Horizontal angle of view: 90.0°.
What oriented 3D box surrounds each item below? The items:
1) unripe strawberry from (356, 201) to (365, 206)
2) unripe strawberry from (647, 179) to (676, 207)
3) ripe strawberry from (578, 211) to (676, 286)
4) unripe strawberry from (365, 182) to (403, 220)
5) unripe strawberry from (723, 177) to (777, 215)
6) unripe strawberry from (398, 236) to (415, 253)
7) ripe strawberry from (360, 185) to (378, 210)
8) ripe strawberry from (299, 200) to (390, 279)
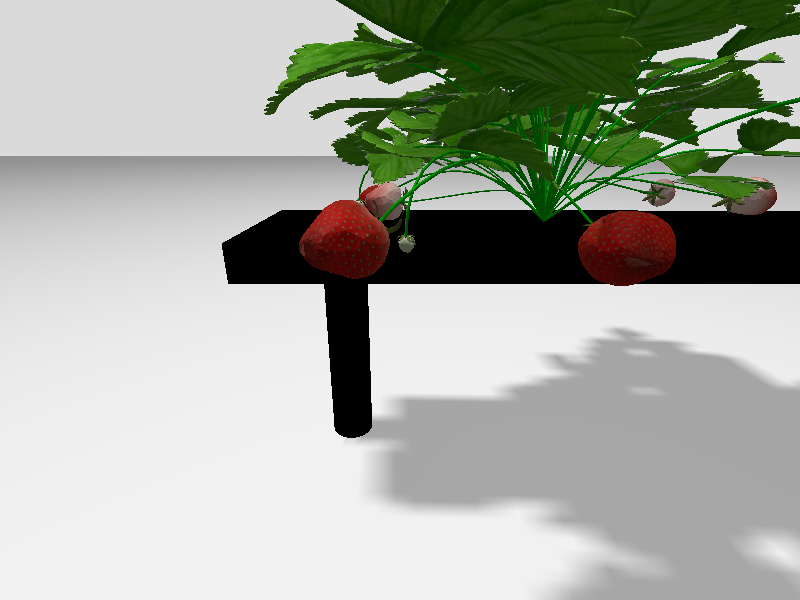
[{"bbox_3d":[-0.037,-0.084,0.363,0.010,0.011,0.011,2,21,6],"label":"unripe strawberry"},{"bbox_3d":[0.279,-0.114,0.425,0.027,0.029,0.025,-11,24,-28],"label":"unripe strawberry"},{"bbox_3d":[0.101,-0.022,0.178,0.039,0.035,0.035,3,22,7],"label":"ripe strawberry"},{"bbox_3d":[-0.014,-0.087,0.356,0.034,0.033,0.031,2,21,6],"label":"unripe strawberry"},{"bbox_3d":[0.323,-0.095,0.367,0.040,0.034,0.039,-2,21,-7],"label":"unripe strawberry"},{"bbox_3d":[0.004,-0.032,0.231,0.009,0.010,0.010,20,29,41],"label":"unripe strawberry"},{"bbox_3d":[-0.027,-0.101,0.396,0.028,0.024,0.028,-2,19,22],"label":"ripe strawberry"},{"bbox_3d":[-0.028,-0.029,0.192,0.042,0.036,0.042,19,30,40],"label":"ripe strawberry"}]
